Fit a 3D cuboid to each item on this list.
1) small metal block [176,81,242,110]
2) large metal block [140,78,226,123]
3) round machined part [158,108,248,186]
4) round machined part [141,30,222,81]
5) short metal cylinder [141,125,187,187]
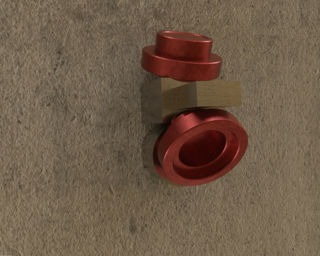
[{"bbox_3d":[0.051,-0.034,0.331,0.050,0.050,0.025,-3,91,-20],"label":"small metal block"},{"bbox_3d":[0.026,-0.032,0.391,0.081,0.080,0.050,-2,91,-20],"label":"large metal block"},{"bbox_3d":[0.044,0.017,0.348,0.099,0.042,0.097,-11,132,-13],"label":"round machined part"},{"bbox_3d":[0.027,-0.092,0.378,0.099,0.098,0.042,-2,116,-20],"label":"round machined part"},{"bbox_3d":[0.020,0.033,0.407,0.081,0.050,0.079,0,90,-21],"label":"short metal cylinder"}]
